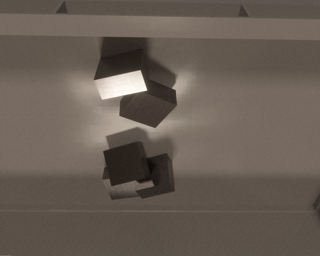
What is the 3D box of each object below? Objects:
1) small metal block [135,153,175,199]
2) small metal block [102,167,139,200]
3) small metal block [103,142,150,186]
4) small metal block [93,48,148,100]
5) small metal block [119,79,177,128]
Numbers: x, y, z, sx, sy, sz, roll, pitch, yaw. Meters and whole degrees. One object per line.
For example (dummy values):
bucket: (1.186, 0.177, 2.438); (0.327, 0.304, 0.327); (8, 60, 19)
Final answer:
small metal block: (-0.008, 0.070, 0.450); (0.050, 0.050, 0.025); (-16, 137, 12)
small metal block: (-0.056, 0.083, 0.480); (0.050, 0.025, 0.050); (-8, 130, 6)
small metal block: (-0.046, 0.050, 0.433); (0.050, 0.025, 0.050); (-16, 84, 12)
small metal block: (-0.041, -0.060, 0.341); (0.050, 0.050, 0.025); (-11, 129, 8)
small metal block: (-0.015, -0.030, 0.374); (0.050, 0.025, 0.050); (19, 137, -25)
